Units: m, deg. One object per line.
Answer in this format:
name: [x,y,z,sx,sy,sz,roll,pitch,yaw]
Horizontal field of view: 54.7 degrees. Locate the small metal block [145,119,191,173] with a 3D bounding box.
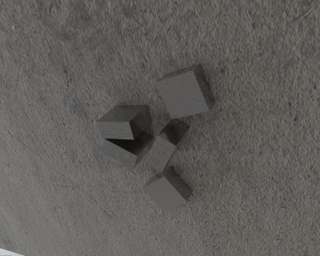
small metal block: [0.010,0.021,0.398,0.025,0.050,0.050,31,128,8]

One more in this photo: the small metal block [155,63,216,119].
small metal block: [0.030,-0.042,0.365,0.050,0.025,0.050,-12,112,33]

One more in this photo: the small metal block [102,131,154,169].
small metal block: [-0.044,0.023,0.428,0.050,0.050,0.025,27,128,11]

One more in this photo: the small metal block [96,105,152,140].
small metal block: [-0.047,-0.009,0.410,0.050,0.050,0.025,1,119,27]

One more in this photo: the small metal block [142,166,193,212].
small metal block: [0.011,0.091,0.457,0.050,0.025,0.050,49,129,-7]
